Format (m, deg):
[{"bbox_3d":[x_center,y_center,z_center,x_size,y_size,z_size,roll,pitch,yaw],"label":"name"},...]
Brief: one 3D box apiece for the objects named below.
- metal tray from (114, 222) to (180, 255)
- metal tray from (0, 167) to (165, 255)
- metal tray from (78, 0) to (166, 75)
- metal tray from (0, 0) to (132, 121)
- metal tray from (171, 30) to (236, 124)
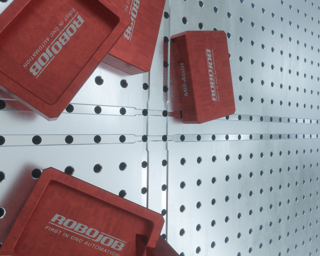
[{"bbox_3d":[-0.023,0.177,0.324,0.030,0.090,0.129,11,101,-37],"label":"metal tray"},{"bbox_3d":[-0.071,0.105,0.302,0.131,0.030,0.090,26,66,-10],"label":"metal tray"},{"bbox_3d":[-0.042,-0.140,0.372,0.091,0.030,0.129,20,78,-39],"label":"metal tray"},{"bbox_3d":[-0.100,-0.083,0.295,0.090,0.030,0.130,37,73,-15],"label":"metal tray"},{"bbox_3d":[0.068,-0.077,0.465,0.091,0.030,0.129,-15,100,-39],"label":"metal tray"}]
